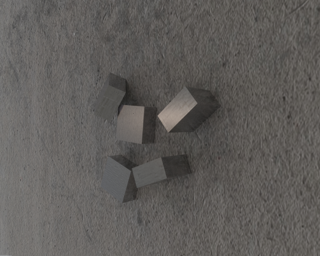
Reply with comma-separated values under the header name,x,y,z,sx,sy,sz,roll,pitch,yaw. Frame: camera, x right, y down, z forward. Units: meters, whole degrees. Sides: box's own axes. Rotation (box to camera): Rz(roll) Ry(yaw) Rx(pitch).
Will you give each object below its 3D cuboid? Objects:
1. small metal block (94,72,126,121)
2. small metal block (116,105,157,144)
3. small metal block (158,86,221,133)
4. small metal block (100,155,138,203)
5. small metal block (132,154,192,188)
name,x,y,z,sx,sy,sz,roll,pitch,yaw
small metal block,-0.072,-0.046,0.448,0.050,0.025,0.050,-59,21,23
small metal block,-0.033,-0.006,0.433,0.050,0.025,0.050,7,95,39
small metal block,0.034,-0.020,0.360,0.050,0.050,0.025,-46,63,30
small metal block,-0.056,0.073,0.451,0.050,0.025,0.050,26,106,37
small metal block,0.003,0.053,0.387,0.050,0.050,0.025,-25,74,37
